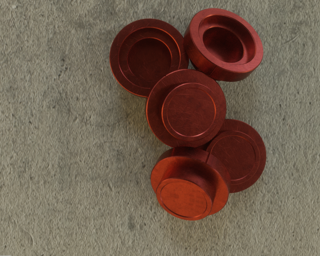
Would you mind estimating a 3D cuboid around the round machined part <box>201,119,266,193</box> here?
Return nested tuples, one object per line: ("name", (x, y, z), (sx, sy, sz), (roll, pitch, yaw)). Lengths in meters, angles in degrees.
("round machined part", (0.090, 0.037, 0.404), (0.099, 0.042, 0.097), (0, 90, -1))

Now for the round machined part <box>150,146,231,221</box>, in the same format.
("round machined part", (0.034, 0.074, 0.378), (0.098, 0.042, 0.097), (11, 125, 16))

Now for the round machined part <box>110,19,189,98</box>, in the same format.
("round machined part", (-0.013, -0.087, 0.402), (0.099, 0.042, 0.097), (0, 90, -1))

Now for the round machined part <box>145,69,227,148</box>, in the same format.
("round machined part", (0.033, -0.021, 0.370), (0.099, 0.042, 0.097), (-2, 101, -8))

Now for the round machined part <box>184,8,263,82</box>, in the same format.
("round machined part", (0.075, -0.099, 0.390), (0.099, 0.042, 0.098), (8, 63, -16))
